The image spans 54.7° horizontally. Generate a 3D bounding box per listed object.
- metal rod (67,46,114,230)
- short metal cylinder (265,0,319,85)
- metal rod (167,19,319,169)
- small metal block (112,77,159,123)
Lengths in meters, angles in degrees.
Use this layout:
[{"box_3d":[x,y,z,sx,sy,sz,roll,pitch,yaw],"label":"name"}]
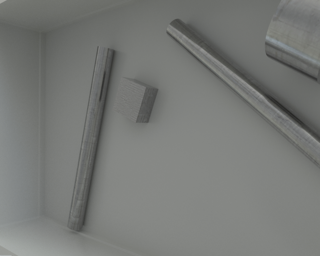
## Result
[{"box_3d":[-0.113,0.022,0.496,0.025,0.025,0.298,19,102,38],"label":"metal rod"},{"box_3d":[0.135,-0.083,0.259,0.050,0.081,0.079,41,115,32],"label":"short metal cylinder"},{"box_3d":[0.105,-0.027,0.318,0.300,0.025,0.025,49,119,28],"label":"metal rod"},{"box_3d":[-0.035,-0.039,0.434,0.050,0.025,0.050,27,107,36],"label":"small metal block"}]
